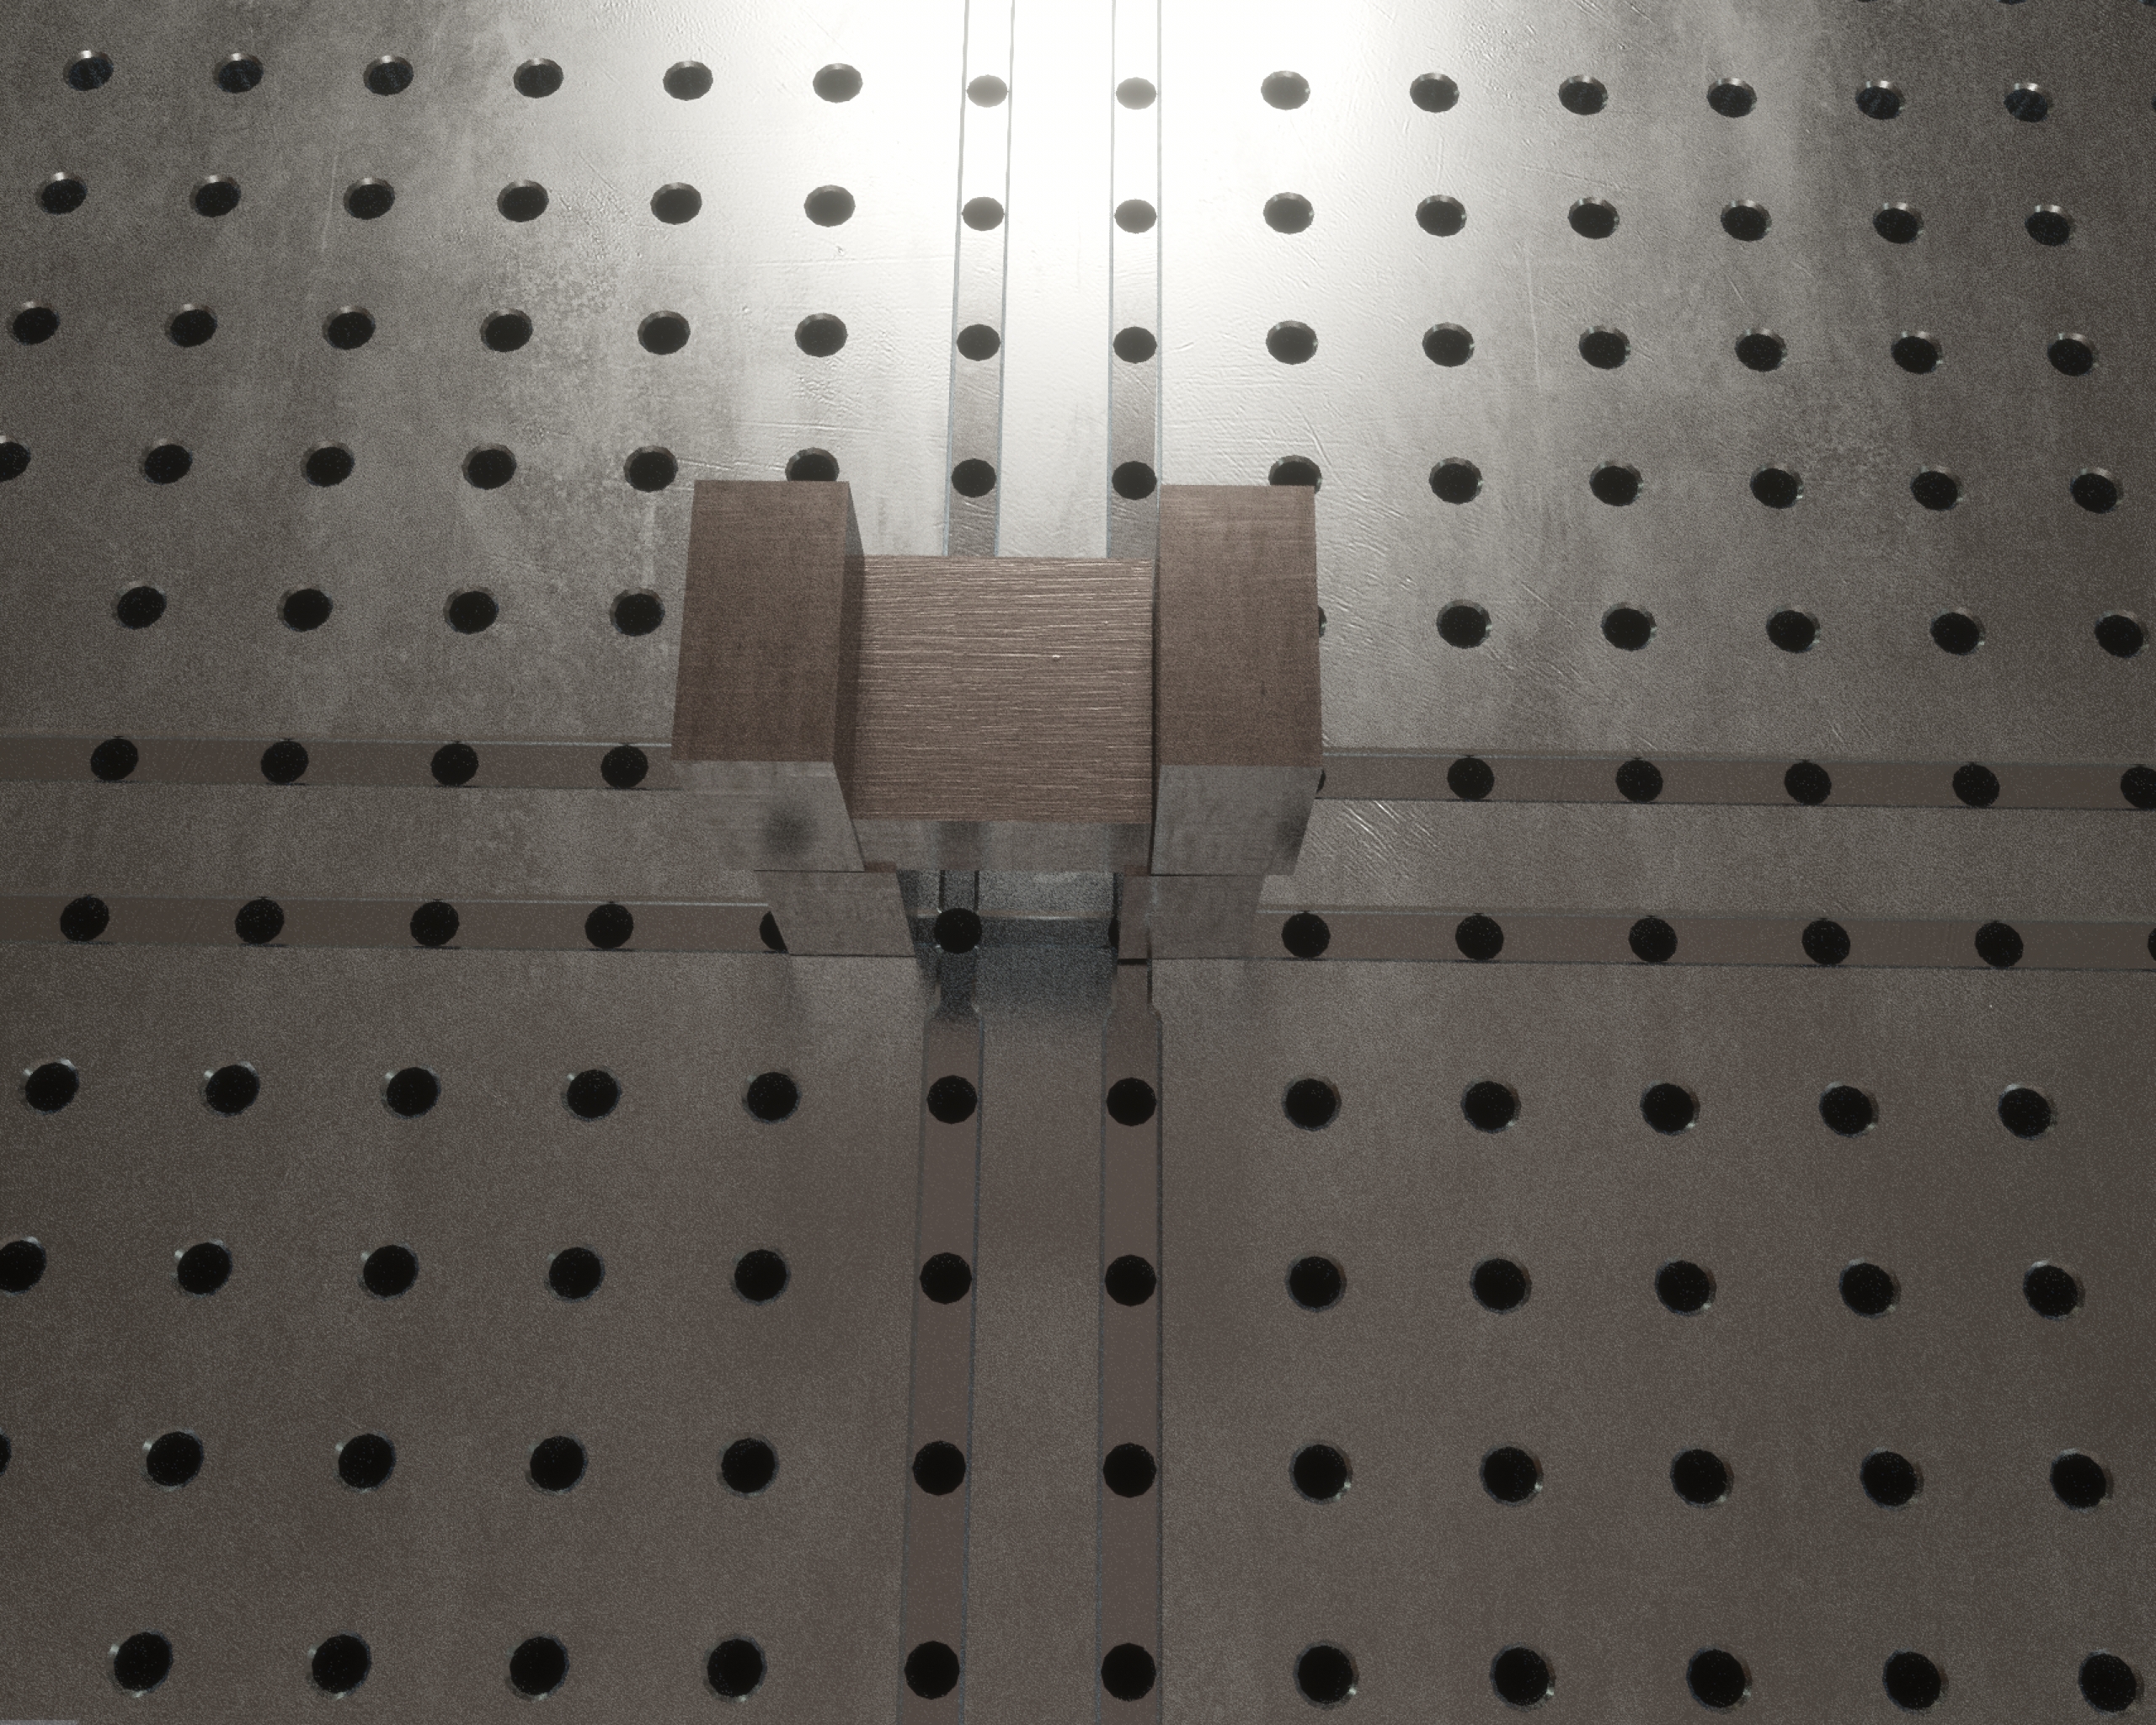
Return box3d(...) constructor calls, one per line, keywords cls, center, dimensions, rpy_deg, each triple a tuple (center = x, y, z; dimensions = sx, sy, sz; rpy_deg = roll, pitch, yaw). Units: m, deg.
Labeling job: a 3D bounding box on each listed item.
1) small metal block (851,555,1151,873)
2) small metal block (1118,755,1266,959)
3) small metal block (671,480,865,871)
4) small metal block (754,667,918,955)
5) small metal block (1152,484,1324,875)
box3d(cls="small metal block", center=(-0.013, -0.026, 0.369), dimensions=(0.050, 0.025, 0.050), rpy_deg=(1, 70, 0))
box3d(cls="small metal block", center=(0.020, -0.013, 0.403), dimensions=(0.025, 0.050, 0.050), rpy_deg=(-1, 70, -1))
box3d(cls="small metal block", center=(-0.050, -0.030, 0.355), dimensions=(0.025, 0.050, 0.050), rpy_deg=(1, 70, 0))
box3d(cls="small metal block", center=(-0.045, -0.013, 0.402), dimensions=(0.025, 0.050, 0.050), rpy_deg=(1, 70, 0))
box3d(cls="small metal block", center=(0.026, -0.030, 0.355), dimensions=(0.025, 0.050, 0.050), rpy_deg=(1, 70, 0))
